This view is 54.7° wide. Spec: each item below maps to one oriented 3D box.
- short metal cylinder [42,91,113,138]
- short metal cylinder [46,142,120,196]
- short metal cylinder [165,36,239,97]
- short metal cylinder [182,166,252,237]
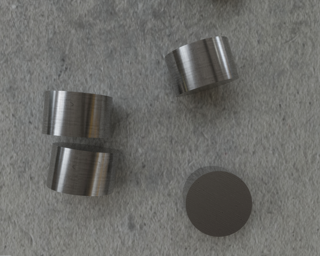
[{"bbox_3d":[-0.101,-0.016,0.381,0.081,0.080,0.050,4,90,-1],"label":"short metal cylinder"},{"bbox_3d":[-0.094,0.049,0.381,0.081,0.080,0.050,9,90,-1],"label":"short metal cylinder"},{"bbox_3d":[0.051,-0.074,0.383,0.080,0.080,0.050,-16,90,0],"label":"short metal cylinder"},{"bbox_3d":[0.071,0.092,0.399,0.081,0.050,0.079,0,90,-1],"label":"short metal cylinder"}]
